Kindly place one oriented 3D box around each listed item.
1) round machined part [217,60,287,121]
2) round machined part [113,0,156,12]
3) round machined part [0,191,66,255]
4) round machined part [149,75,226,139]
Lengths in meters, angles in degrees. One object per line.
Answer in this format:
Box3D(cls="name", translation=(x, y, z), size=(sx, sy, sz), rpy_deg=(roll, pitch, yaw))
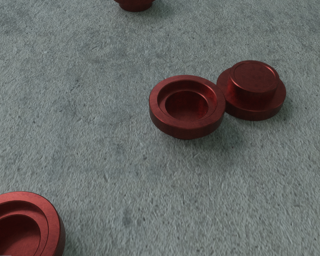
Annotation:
Box3D(cls="round machined part", translation=(0.131, -0.060, 0.443), size=(0.099, 0.042, 0.098), rpy_deg=(0, 50, 0))
Box3D(cls="round machined part", translation=(-0.049, -0.267, 0.616), size=(0.099, 0.042, 0.098), rpy_deg=(0, 50, 0))
Box3D(cls="round machined part", translation=(-0.140, 0.114, 0.295), size=(0.099, 0.042, 0.098), rpy_deg=(0, 50, 0))
Box3D(cls="round machined part", translation=(0.035, -0.023, 0.412), size=(0.099, 0.042, 0.098), rpy_deg=(0, 50, 0))
